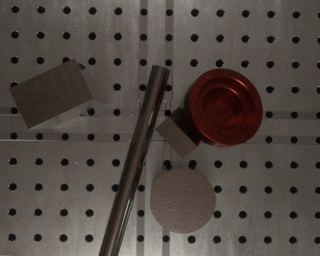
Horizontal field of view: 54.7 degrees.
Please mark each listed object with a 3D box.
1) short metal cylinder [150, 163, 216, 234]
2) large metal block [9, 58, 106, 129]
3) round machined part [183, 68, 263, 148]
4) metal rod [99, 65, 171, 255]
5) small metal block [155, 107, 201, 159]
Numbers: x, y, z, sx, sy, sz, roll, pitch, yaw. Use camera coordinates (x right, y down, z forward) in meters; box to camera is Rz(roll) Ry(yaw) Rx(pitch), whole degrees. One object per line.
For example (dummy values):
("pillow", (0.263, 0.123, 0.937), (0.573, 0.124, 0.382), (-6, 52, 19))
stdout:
("short metal cylinder", (0.028, 0.088, 0.401), (0.081, 0.050, 0.079), (0, 90, -1))
("large metal block", (-0.121, -0.038, 0.384), (0.080, 0.080, 0.050), (-25, 90, 0))
("round machined part", (0.077, -0.023, 0.396), (0.099, 0.042, 0.098), (3, 77, -14))
("metal rod", (-0.039, 0.064, 0.412), (0.025, 0.025, 0.298), (16, 90, -1))
("small metal block", (0.027, 0.005, 0.398), (0.050, 0.050, 0.025), (47, 115, 0))
